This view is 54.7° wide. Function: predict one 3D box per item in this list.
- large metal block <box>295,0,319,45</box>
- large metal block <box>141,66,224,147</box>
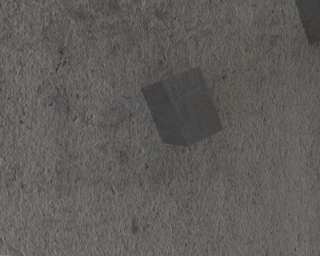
[{"bbox_3d":[0.268,-0.184,0.478,0.050,0.080,0.080,-24,98,-18],"label":"large metal block"},{"bbox_3d":[0.025,-0.025,0.389,0.050,0.080,0.080,-24,98,-18],"label":"large metal block"}]
